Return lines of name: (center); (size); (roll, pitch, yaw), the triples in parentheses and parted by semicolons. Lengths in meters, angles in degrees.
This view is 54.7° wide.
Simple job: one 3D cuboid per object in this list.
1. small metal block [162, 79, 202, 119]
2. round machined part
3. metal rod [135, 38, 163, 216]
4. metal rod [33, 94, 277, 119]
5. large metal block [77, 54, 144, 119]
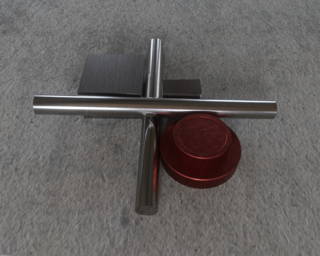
small metal block: (0.028, -0.039, 0.422); (0.050, 0.050, 0.025); (-1, 50, -1)
round machined part: (0.049, 0.021, 0.376); (0.099, 0.042, 0.098); (0, 50, 0)
metal rod: (-0.011, -0.026, 0.427); (0.025, 0.025, 0.300); (1, 50, 1)
metal rod: (-0.002, -0.026, 0.394); (0.302, 0.025, 0.025); (1, 50, -5)
large metal block: (-0.064, -0.059, 0.436); (0.081, 0.050, 0.080); (1, 50, 0)
